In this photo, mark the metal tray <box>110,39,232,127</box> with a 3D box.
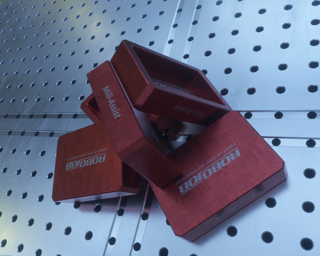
[{"bbox_3d":[0.016,-0.049,0.362,0.030,0.131,0.090,-53,46,28],"label":"metal tray"}]

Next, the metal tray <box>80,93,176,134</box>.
[{"bbox_3d":[-0.048,-0.025,0.443,0.090,0.030,0.130,-45,51,-4],"label":"metal tray"}]

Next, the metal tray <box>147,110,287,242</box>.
[{"bbox_3d":[0.058,0.050,0.342,0.130,0.030,0.090,-35,51,4],"label":"metal tray"}]

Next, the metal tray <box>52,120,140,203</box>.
[{"bbox_3d":[-0.082,0.043,0.389,0.130,0.030,0.090,-17,65,36],"label":"metal tray"}]

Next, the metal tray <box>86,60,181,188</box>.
[{"bbox_3d":[-0.030,-0.006,0.345,0.030,0.090,0.130,-33,52,6],"label":"metal tray"}]
